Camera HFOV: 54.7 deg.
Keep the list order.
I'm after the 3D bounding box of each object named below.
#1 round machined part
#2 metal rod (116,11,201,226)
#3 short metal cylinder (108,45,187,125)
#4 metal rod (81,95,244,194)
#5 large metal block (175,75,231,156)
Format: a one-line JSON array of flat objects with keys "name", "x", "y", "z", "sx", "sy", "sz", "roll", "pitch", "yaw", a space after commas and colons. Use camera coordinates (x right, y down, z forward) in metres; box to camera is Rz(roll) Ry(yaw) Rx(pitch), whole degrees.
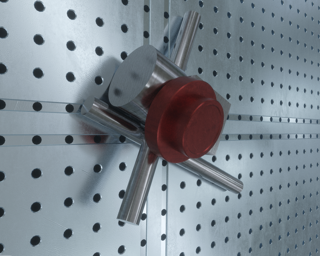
[{"name": "round machined part", "x": 0.034, "y": -0.005, "z": 0.343, "sx": 0.099, "sy": 0.042, "sz": 0.097, "roll": -24, "pitch": 127, "yaw": -37}, {"name": "metal rod", "x": 0.006, "y": -0.030, "z": 0.391, "sx": 0.025, "sy": 0.025, "sz": 0.300, "roll": 35, "pitch": 61, "yaw": -35}, {"name": "short metal cylinder", "x": -0.015, "y": -0.049, "z": 0.362, "sx": 0.050, "sy": 0.080, "sz": 0.080, "roll": 32, "pitch": 70, "yaw": -36}, {"name": "metal rod", "x": 0.025, "y": 0.037, "z": 0.431, "sx": 0.301, "sy": 0.025, "sz": 0.025, "roll": 31, "pitch": 71, "yaw": -36}, {"name": "large metal block", "x": 0.045, "y": -0.015, "z": 0.428, "sx": 0.080, "sy": 0.050, "sz": 0.080, "roll": 32, "pitch": 70, "yaw": -36}]
